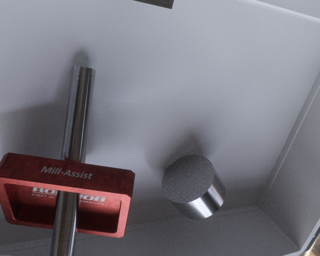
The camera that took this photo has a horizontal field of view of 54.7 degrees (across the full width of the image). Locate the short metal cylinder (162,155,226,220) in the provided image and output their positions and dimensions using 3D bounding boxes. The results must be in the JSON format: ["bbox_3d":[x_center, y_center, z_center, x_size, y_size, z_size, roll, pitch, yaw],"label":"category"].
[{"bbox_3d":[0.050,0.086,0.456,0.080,0.080,0.050,-37,130,-4],"label":"short metal cylinder"}]

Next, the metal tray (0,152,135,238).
[{"bbox_3d":[-0.097,0.075,0.328,0.131,0.030,0.089,9,133,-5],"label":"metal tray"}]

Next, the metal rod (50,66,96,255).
[{"bbox_3d":[-0.098,0.085,0.328,0.025,0.025,0.298,7,90,-32],"label":"metal rod"}]

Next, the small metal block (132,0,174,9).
[{"bbox_3d":[-0.018,-0.137,0.299,0.050,0.050,0.025,1,118,-29],"label":"small metal block"}]
